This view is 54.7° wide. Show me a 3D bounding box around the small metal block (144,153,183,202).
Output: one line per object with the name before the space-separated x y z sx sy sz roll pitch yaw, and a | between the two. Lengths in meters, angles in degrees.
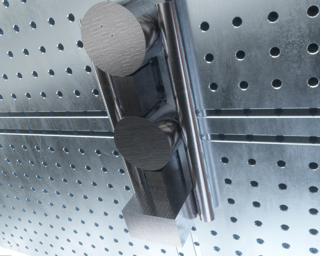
small metal block | 0.006 0.066 0.431 0.025 0.050 0.050 0 119 28

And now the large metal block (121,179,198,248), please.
large metal block | 0.005 0.116 0.445 0.080 0.080 0.050 1 119 28

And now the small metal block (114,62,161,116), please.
small metal block | -0.025 -0.048 0.377 0.025 0.050 0.050 1 119 28

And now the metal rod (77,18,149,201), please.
metal rod | -0.055 -0.003 0.438 0.025 0.025 0.298 1 119 28

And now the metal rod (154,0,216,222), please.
metal rod | 0.037 -0.002 0.389 0.025 0.025 0.298 1 119 28

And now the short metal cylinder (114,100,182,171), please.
short metal cylinder | -0.013 0.009 0.407 0.080 0.050 0.079 13 124 21

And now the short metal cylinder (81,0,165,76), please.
short metal cylinder | -0.041 -0.105 0.351 0.080 0.050 0.079 13 124 21
